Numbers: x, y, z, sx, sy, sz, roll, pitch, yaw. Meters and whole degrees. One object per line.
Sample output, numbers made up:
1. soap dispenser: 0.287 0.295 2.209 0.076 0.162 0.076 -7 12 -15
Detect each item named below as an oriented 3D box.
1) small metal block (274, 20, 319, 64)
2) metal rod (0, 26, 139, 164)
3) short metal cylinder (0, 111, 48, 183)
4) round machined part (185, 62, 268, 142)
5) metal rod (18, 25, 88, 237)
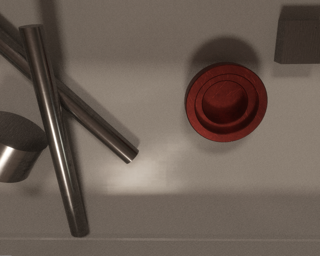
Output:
1. small metal block: 0.170 -0.105 0.375 0.050 0.025 0.050 -1 110 0
2. metal rod: -0.143 -0.060 0.387 0.025 0.025 0.300 -43 105 14
3. short metal cylinder: -0.190 0.023 0.388 0.080 0.080 0.050 32 107 -12
4. round machined part: 0.080 -0.034 0.391 0.099 0.042 0.097 0 110 -1
5. metal rod: -0.130 0.023 0.399 0.025 0.025 0.298 -3 117 1
